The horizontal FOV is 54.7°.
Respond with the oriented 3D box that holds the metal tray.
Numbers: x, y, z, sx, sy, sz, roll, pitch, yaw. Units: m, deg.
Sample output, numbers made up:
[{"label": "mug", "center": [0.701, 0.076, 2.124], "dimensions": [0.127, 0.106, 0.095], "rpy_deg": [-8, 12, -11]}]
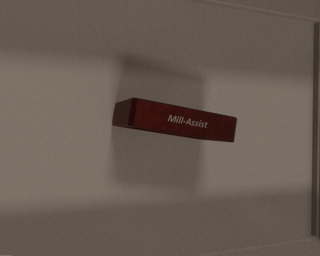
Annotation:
[{"label": "metal tray", "center": [0.015, -0.007, 0.382], "dimensions": [0.131, 0.090, 0.030], "rpy_deg": [9, 87, -20]}]
